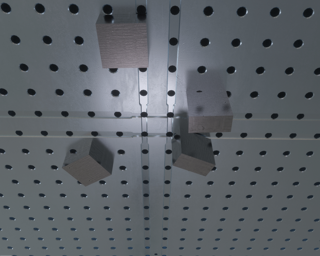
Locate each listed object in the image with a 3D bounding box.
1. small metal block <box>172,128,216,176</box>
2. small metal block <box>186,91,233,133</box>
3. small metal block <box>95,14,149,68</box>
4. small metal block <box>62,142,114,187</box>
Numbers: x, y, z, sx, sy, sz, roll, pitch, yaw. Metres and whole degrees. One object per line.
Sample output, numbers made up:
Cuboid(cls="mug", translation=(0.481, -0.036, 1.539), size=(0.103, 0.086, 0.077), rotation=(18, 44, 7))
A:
Cuboid(cls="small metal block", translation=(0.044, 0.032, 0.423), size=(0.050, 0.050, 0.025), rotation=(20, 127, -16))
Cuboid(cls="small metal block", translation=(0.058, -0.020, 0.378), size=(0.050, 0.050, 0.025), rotation=(-1, 130, 1))
Cuboid(cls="small metal block", translation=(-0.038, -0.093, 0.332), size=(0.050, 0.025, 0.050), rotation=(-1, 130, 1))
Cuboid(cls="small metal block", translation=(-0.105, 0.055, 0.457), size=(0.050, 0.025, 0.050), rotation=(-26, 126, 20))
